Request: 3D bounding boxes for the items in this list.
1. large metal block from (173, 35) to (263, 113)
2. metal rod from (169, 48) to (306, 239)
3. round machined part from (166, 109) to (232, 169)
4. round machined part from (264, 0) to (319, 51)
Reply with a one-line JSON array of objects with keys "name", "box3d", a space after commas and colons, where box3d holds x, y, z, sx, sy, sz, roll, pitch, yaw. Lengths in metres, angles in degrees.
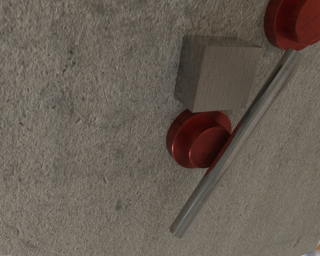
[{"name": "large metal block", "box3d": [0.070, -0.068, 0.386, 0.081, 0.050, 0.079, -6, 121, -26]}, {"name": "metal rod", "box3d": [0.098, 0.031, 0.424, 0.025, 0.025, 0.298, 20, 108, -36]}, {"name": "round machined part", "box3d": [0.062, 0.018, 0.441, 0.099, 0.042, 0.097, -14, 124, -21]}, {"name": "round machined part", "box3d": [0.191, -0.148, 0.408, 0.099, 0.042, 0.097, -14, 124, -21]}]
